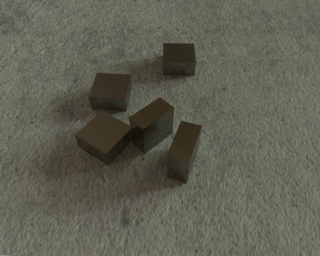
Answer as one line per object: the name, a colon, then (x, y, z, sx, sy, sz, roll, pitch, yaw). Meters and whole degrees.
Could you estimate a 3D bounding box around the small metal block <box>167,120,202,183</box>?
small metal block: (0.028, 0.028, 0.364, 0.025, 0.050, 0.050, 15, 52, 12)

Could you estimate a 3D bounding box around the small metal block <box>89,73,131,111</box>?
small metal block: (-0.070, -0.053, 0.447, 0.050, 0.025, 0.050, 4, 50, 3)

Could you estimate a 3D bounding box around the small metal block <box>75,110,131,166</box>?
small metal block: (-0.069, 0.012, 0.393, 0.050, 0.025, 0.050, 28, 55, 21)

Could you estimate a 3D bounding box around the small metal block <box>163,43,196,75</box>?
small metal block: (0.030, -0.111, 0.497, 0.050, 0.025, 0.050, 1, 50, 0)

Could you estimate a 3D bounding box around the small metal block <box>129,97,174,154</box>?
small metal block: (-0.010, -0.003, 0.389, 0.050, 0.050, 0.025, -36, 59, -27)
